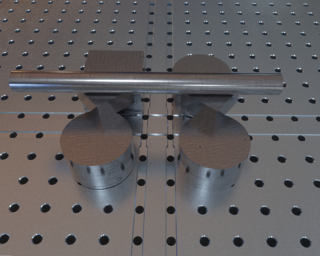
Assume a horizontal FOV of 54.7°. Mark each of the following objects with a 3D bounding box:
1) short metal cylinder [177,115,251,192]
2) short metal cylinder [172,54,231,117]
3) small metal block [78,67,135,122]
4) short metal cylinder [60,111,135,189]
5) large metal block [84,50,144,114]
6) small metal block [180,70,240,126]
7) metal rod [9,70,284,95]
[{"bbox_3d":[0.062,0.028,0.368,0.080,0.050,0.080,0,50,0],"label":"short metal cylinder"},{"bbox_3d":[0.057,-0.061,0.443,0.080,0.050,0.080,0,50,0],"label":"short metal cylinder"},{"bbox_3d":[-0.067,-0.042,0.378,0.050,0.025,0.050,-33,57,-25],"label":"small metal block"},{"bbox_3d":[-0.072,0.025,0.369,0.080,0.050,0.080,0,50,0],"label":"short metal cylinder"},{"bbox_3d":[-0.065,-0.067,0.446,0.080,0.050,0.080,1,50,1],"label":"large metal block"},{"bbox_3d":[0.061,-0.038,0.375,0.050,0.025,0.050,33,57,24],"label":"small metal block"},{"bbox_3d":[-0.015,-0.051,0.353,0.302,0.025,0.025,1,50,0],"label":"metal rod"}]
